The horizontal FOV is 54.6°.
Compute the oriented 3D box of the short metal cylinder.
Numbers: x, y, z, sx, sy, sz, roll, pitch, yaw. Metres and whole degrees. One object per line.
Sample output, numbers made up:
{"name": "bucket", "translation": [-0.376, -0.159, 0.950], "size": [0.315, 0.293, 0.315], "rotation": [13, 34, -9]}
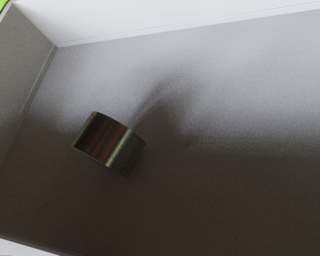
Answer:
{"name": "short metal cylinder", "translation": [-0.065, 0.022, 0.392], "size": [0.080, 0.080, 0.050], "rotation": [21, 73, 36]}
